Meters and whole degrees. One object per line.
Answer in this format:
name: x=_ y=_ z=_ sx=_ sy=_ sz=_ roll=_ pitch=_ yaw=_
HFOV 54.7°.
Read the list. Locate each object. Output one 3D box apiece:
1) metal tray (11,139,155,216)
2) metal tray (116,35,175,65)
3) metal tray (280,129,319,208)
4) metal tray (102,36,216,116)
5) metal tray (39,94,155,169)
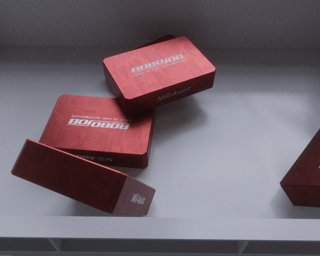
metal tray: x=-0.061 y=0.052 z=0.292 sx=0.090 sy=0.130 sz=0.030 roll=17 pitch=77 yaw=14
metal tray: x=-0.008 y=-0.091 z=0.477 sx=0.131 sy=0.030 sz=0.090 roll=-29 pitch=56 yaw=-23
metal tray: x=0.203 y=0.032 z=0.338 sx=0.131 sy=0.090 sz=0.030 roll=-40 pitch=101 yaw=-29
metal tray: x=-0.002 y=-0.075 z=0.425 sx=0.131 sy=0.030 sz=0.090 roll=-21 pitch=53 yaw=-17
metal tray: x=-0.075 y=0.002 z=0.399 sx=0.131 sy=0.030 sz=0.090 roll=5 pitch=50 yaw=3
